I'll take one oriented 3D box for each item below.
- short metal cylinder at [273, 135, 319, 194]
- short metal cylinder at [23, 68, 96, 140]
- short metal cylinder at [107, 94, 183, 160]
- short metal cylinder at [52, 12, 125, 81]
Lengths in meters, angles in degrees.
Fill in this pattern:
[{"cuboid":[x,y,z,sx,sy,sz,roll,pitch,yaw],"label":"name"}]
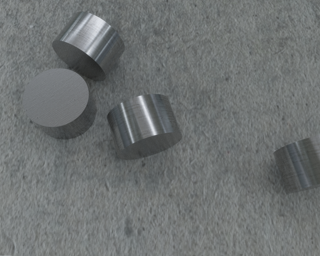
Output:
[{"cuboid":[0.183,0.043,0.366,0.081,0.080,0.050,-12,71,-5],"label":"short metal cylinder"},{"cuboid":[-0.128,-0.030,0.404,0.081,0.050,0.080,0,70,0],"label":"short metal cylinder"},{"cuboid":[-0.019,0.000,0.379,0.081,0.080,0.050,-17,71,-7],"label":"short metal cylinder"},{"cuboid":[-0.095,-0.108,0.417,0.080,0.080,0.050,27,72,9],"label":"short metal cylinder"}]
